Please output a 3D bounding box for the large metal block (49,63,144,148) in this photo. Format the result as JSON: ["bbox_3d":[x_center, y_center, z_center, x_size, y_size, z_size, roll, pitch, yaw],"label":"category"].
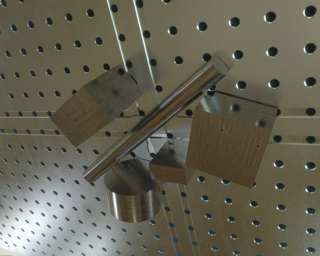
[{"bbox_3d":[-0.080,-0.029,0.399,0.080,0.080,0.050,-32,101,38],"label":"large metal block"}]

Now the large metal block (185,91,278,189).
[{"bbox_3d":[0.080,0.012,0.356,0.080,0.050,0.079,18,125,17],"label":"large metal block"}]

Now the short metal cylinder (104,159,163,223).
[{"bbox_3d":[-0.037,0.089,0.448,0.080,0.080,0.050,11,123,22],"label":"short metal cylinder"}]

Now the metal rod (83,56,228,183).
[{"bbox_3d":[-0.026,0.006,0.427,0.025,0.025,0.299,47,129,-5],"label":"metal rod"}]

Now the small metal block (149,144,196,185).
[{"bbox_3d":[0.020,0.047,0.413,0.050,0.050,0.025,5,121,25],"label":"small metal block"}]
